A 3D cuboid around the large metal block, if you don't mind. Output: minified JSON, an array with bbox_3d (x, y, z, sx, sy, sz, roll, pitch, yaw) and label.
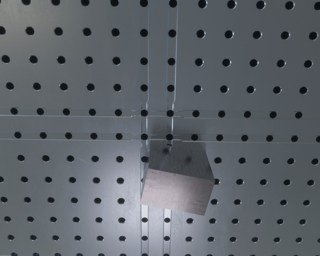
[{"bbox_3d":[0.021,0.064,0.408,0.080,0.080,0.050,11,110,-4],"label":"large metal block"}]
